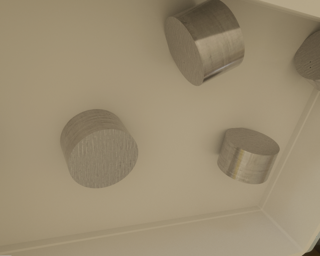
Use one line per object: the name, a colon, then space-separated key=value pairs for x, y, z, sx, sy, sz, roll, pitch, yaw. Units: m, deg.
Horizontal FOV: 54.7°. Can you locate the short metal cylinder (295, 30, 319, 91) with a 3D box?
short metal cylinder: x=0.246 y=-0.096 z=0.447 sx=0.050 sy=0.080 sz=0.080 roll=23 pitch=106 yaw=-37

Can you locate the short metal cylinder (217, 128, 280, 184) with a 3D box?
short metal cylinder: x=0.133 y=0.041 z=0.470 sx=0.081 sy=0.080 sz=0.050 roll=-3 pitch=120 yaw=-27

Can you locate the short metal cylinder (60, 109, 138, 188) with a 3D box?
short metal cylinder: x=-0.073 y=0.024 z=0.368 sx=0.081 sy=0.050 sz=0.079 roll=-14 pitch=124 yaw=-21

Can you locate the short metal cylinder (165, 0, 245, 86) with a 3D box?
short metal cylinder: x=0.047 y=-0.093 z=0.341 sx=0.050 sy=0.080 sz=0.080 roll=-28 pitch=128 yaw=-11
